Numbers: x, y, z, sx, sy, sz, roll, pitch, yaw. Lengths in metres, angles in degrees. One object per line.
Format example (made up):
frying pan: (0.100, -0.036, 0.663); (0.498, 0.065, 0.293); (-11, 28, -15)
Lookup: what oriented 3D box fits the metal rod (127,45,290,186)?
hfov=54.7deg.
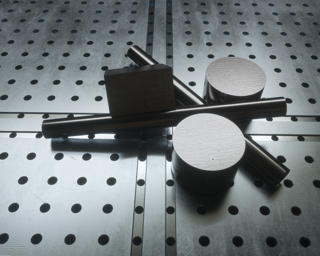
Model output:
metal rod: (0.049, -0.033, 0.432); (0.025, 0.025, 0.300); (-31, 57, -23)

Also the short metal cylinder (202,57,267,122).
short metal cylinder: (0.102, -0.055, 0.434); (0.081, 0.050, 0.080); (0, 50, 0)

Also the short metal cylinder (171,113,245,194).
short metal cylinder: (0.054, 0.029, 0.363); (0.081, 0.050, 0.080); (0, 50, 0)

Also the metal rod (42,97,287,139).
metal rod: (0.003, -0.012, 0.391); (0.302, 0.025, 0.025); (-5, 50, 3)

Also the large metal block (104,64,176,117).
large metal block: (-0.028, -0.053, 0.407); (0.081, 0.050, 0.080); (-8, 16, -6)
